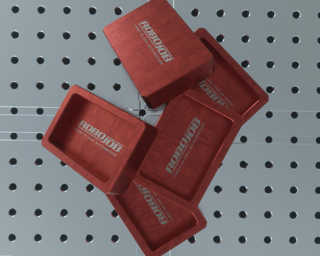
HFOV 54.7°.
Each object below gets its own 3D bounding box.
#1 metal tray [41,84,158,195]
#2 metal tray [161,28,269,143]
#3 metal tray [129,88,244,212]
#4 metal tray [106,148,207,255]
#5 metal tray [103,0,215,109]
[{"bbox_3d":[-0.078,0.011,0.379,0.130,0.030,0.090,28,90,30],"label":"metal tray"},{"bbox_3d":[0.066,-0.054,0.411,0.090,0.030,0.130,-43,91,0],"label":"metal tray"},{"bbox_3d":[0.031,0.024,0.381,0.090,0.030,0.130,29,90,-1],"label":"metal tray"},{"bbox_3d":[-0.010,0.095,0.410,0.090,0.030,0.130,-33,90,-1],"label":"metal tray"},{"bbox_3d":[-0.005,-0.096,0.380,0.090,0.030,0.130,-30,60,-1],"label":"metal tray"}]
